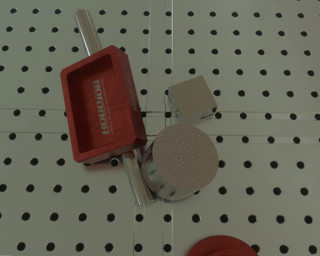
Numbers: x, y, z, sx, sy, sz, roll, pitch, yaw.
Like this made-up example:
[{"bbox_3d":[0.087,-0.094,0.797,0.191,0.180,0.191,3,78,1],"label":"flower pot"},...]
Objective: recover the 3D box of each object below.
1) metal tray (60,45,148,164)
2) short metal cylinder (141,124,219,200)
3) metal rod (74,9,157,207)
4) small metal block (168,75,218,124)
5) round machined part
[{"bbox_3d":[-0.074,-0.028,0.394,0.090,0.030,0.129,-20,73,21],"label":"metal tray"},{"bbox_3d":[0.023,0.041,0.372,0.081,0.050,0.080,8,63,-15],"label":"short metal cylinder"},{"bbox_3d":[-0.067,-0.040,0.425,0.025,0.025,0.299,-19,71,-7],"label":"metal rod"},{"bbox_3d":[0.044,-0.038,0.426,0.050,0.025,0.050,-21,72,-8],"label":"small metal block"},{"bbox_3d":[0.071,0.170,0.342,0.099,0.042,0.098,0,70,-1],"label":"round machined part"}]
